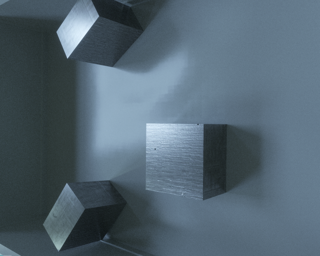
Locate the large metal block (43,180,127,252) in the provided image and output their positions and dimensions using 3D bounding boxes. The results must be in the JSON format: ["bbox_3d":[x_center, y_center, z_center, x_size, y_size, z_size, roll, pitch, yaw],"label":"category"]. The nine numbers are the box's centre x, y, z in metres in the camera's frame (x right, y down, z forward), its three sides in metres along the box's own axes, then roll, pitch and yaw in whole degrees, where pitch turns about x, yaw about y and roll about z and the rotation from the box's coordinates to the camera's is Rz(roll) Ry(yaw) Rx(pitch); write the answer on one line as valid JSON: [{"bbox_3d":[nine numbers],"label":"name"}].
[{"bbox_3d":[-0.109,0.126,0.456,0.050,0.080,0.080,43,109,31],"label":"large metal block"}]

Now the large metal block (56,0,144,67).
[{"bbox_3d":[-0.085,-0.137,0.442,0.080,0.081,0.050,-40,66,33],"label":"large metal block"}]

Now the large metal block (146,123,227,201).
[{"bbox_3d":[0.030,0.035,0.366,0.080,0.050,0.080,1,91,40],"label":"large metal block"}]
